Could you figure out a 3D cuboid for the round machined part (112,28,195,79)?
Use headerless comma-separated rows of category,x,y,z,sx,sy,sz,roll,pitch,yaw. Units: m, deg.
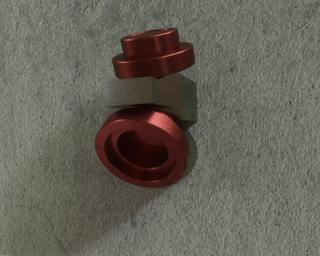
round machined part,-0.010,-0.092,0.370,0.098,0.098,0.042,-2,114,19

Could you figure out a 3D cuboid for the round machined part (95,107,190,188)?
round machined part,-0.016,0.017,0.336,0.098,0.042,0.097,9,131,11

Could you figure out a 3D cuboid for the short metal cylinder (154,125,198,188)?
short metal cylinder,0.003,0.033,0.396,0.080,0.050,0.079,0,90,19

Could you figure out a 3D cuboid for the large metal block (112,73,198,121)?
large metal block,-0.003,-0.032,0.380,0.080,0.080,0.050,-2,90,19

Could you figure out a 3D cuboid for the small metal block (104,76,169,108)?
small metal block,-0.023,-0.034,0.318,0.050,0.050,0.025,-3,89,20
